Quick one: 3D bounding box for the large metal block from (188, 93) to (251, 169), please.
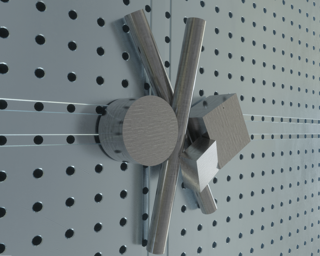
[{"bbox_3d":[0.081,0.003,0.455,0.081,0.050,0.080,-34,111,-35],"label":"large metal block"}]

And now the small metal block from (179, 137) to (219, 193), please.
[{"bbox_3d":[0.053,0.047,0.408,0.050,0.025,0.050,-39,129,-42],"label":"small metal block"}]

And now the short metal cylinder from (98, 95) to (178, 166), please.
[{"bbox_3d":[-0.025,0.003,0.368,0.081,0.050,0.079,0,90,-41],"label":"short metal cylinder"}]

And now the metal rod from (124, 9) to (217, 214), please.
[{"bbox_3d":[0.021,-0.009,0.422,0.025,0.025,0.299,-35,112,-34],"label":"metal rod"}]

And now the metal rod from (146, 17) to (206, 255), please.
[{"bbox_3d":[0.020,0.011,0.396,0.025,0.025,0.298,8,93,-40],"label":"metal rod"}]
